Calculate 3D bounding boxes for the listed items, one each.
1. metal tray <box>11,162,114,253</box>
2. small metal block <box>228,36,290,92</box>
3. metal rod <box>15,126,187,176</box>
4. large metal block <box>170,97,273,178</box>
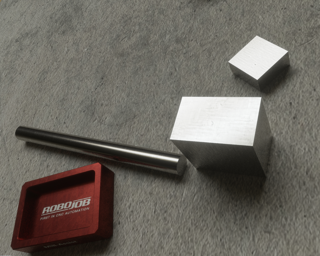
[{"bbox_3d":[-0.124,0.104,0.400,0.130,0.030,0.090,-16,55,18],"label":"metal tray"},{"bbox_3d":[0.124,-0.081,0.388,0.050,0.025,0.050,-43,51,-2],"label":"small metal block"},{"bbox_3d":[-0.102,0.026,0.439,0.300,0.025,0.025,8,66,31],"label":"metal rod"},{"bbox_3d":[0.068,0.010,0.326,0.080,0.080,0.050,3,64,29],"label":"large metal block"}]
